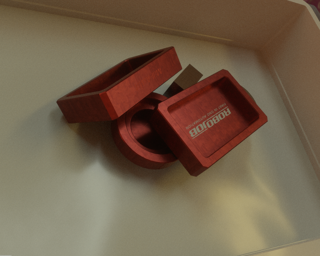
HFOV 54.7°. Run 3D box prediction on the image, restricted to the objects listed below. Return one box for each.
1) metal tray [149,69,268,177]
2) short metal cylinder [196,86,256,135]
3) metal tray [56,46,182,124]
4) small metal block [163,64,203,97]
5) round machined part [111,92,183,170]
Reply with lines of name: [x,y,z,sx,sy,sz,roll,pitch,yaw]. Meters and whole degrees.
metal tray: [0.063,-0.011,0.382,0.131,0.030,0.090,-31,78,-34]
short metal cylinder: [0.096,-0.023,0.455,0.081,0.050,0.080,14,56,-21]
metal tray: [-0.045,-0.052,0.369,0.131,0.090,0.030,-43,119,-40]
small metal block: [0.029,-0.056,0.438,0.025,0.050,0.050,40,49,-2]
round machined part: [-0.014,0.006,0.384,0.099,0.042,0.098,14,56,-21]
